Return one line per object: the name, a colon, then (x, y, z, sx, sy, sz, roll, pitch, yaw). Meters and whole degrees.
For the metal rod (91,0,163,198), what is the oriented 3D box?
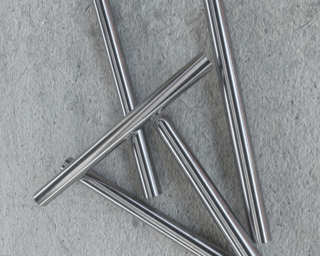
metal rod: (-0.048, -0.053, 0.425, 0.025, 0.025, 0.299, -17, 84, 19)

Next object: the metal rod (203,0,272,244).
metal rod: (0.092, -0.014, 0.376, 0.025, 0.025, 0.298, -12, 86, 19)

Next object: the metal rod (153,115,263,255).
metal rod: (0.079, 0.111, 0.366, 0.025, 0.025, 0.299, -38, 73, 16)

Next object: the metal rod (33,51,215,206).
metal rod: (-0.056, 0.010, 0.401, 0.300, 0.025, 0.025, -39, 78, 15)

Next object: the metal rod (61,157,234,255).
metal rod: (-0.009, 0.119, 0.411, 0.301, 0.025, 0.025, 27, 99, 17)
